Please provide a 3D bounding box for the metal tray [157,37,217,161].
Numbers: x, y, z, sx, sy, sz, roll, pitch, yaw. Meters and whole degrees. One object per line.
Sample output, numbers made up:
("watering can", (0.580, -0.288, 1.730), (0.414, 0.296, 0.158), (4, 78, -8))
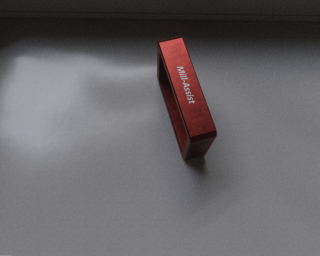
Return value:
("metal tray", (0.028, -0.033, 0.385), (0.030, 0.090, 0.130), (-15, 71, -6))
